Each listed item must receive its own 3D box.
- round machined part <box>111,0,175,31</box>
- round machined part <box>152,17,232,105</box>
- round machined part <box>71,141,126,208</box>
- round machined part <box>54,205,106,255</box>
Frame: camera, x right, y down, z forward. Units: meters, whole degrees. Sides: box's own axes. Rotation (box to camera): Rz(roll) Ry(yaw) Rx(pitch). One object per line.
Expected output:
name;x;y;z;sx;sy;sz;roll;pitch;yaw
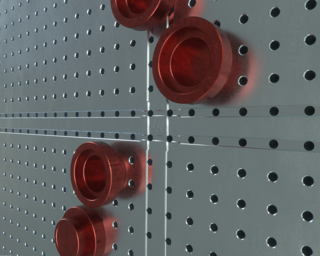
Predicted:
round machined part;-0.018;-0.179;0.414;0.098;0.042;0.097;0;90;40
round machined part;0.041;-0.076;0.365;0.098;0.042;0.097;0;90;40
round machined part;-0.091;0.069;0.475;0.098;0.042;0.097;0;90;40
round machined part;-0.138;0.180;0.514;0.098;0.042;0.097;0;90;40
